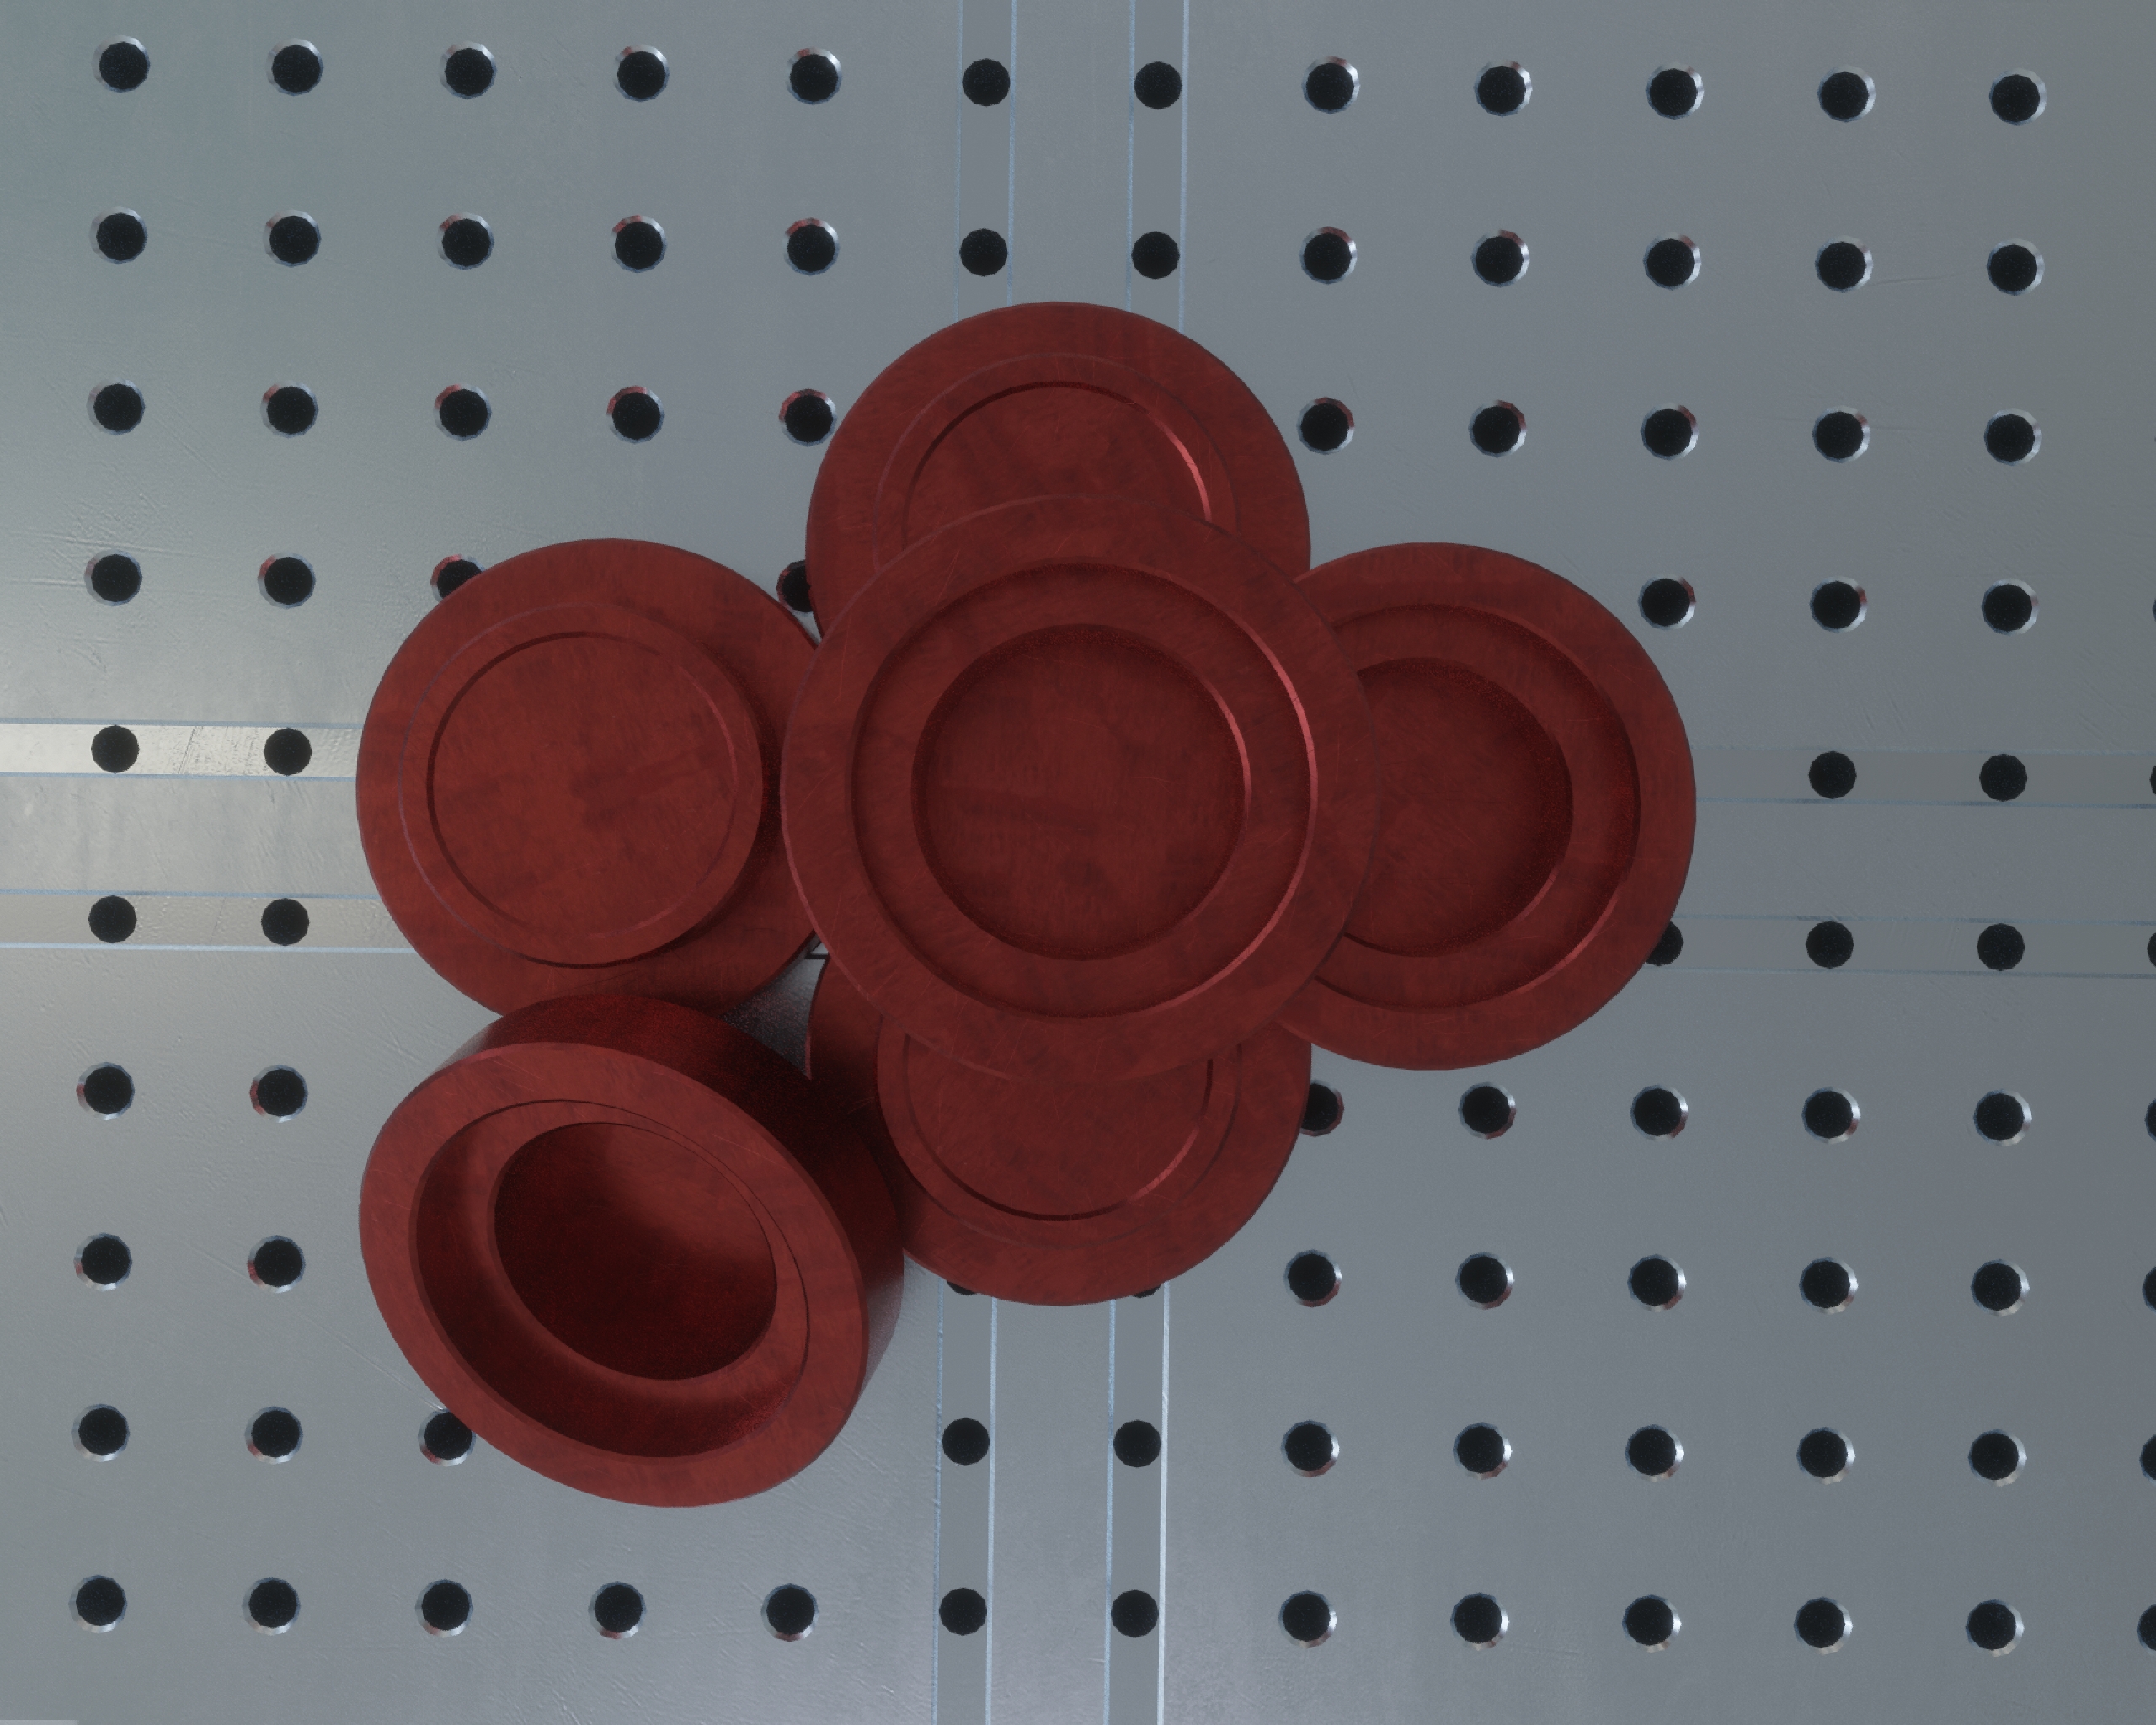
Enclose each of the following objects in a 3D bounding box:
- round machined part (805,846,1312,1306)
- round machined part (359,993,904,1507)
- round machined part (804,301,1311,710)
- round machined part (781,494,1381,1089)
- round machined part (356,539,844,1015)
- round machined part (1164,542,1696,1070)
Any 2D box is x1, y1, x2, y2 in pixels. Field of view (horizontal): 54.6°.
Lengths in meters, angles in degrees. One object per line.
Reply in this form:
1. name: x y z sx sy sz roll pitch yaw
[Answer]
1. round machined part: -0.004 0.038 0.404 0.099 0.042 0.097 0 90 0
2. round machined part: -0.079 0.068 0.391 0.098 0.042 0.097 5 113 13
3. round machined part: -0.004 -0.060 0.405 0.099 0.042 0.097 0 90 0
4. round machined part: 0.001 -0.012 0.362 0.099 0.042 0.097 0 90 0
5. round machined part: -0.091 -0.014 0.404 0.099 0.042 0.097 0 90 0
6. round machined part: 0.065 -0.011 0.405 0.099 0.042 0.097 0 90 0
